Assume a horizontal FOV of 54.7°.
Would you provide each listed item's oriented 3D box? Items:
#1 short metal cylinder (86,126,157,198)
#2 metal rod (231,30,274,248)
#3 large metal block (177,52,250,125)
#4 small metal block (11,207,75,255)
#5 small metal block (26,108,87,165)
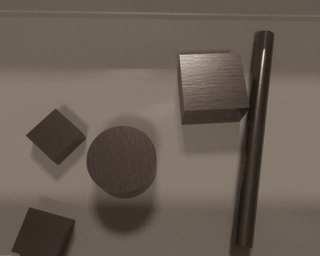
[{"bbox_3d":[-0.044,0.043,0.380,0.081,0.050,0.080,0,70,0],"label":"short metal cylinder"},{"bbox_3d":[0.126,0.000,0.411,0.025,0.025,0.299,12,70,4],"label":"metal rod"},{"bbox_3d":[0.068,-0.052,0.416,0.081,0.050,0.080,-3,70,-2],"label":"large metal block"},{"bbox_3d":[-0.135,0.125,0.362,0.050,0.025,0.050,14,71,5],"label":"small metal block"},{"bbox_3d":[-0.134,0.012,0.404,0.050,0.025,0.050,40,74,13],"label":"small metal block"}]
